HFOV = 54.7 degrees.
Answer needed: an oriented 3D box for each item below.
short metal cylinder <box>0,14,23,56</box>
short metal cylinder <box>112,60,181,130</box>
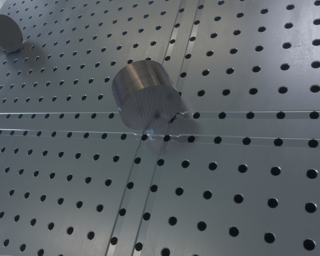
[{"bbox_3d":[-0.354,-0.203,0.684,0.050,0.080,0.080,-8,58,24],"label":"short metal cylinder"},{"bbox_3d":[-0.019,-0.042,0.408,0.080,0.080,0.050,-30,52,9],"label":"short metal cylinder"}]
